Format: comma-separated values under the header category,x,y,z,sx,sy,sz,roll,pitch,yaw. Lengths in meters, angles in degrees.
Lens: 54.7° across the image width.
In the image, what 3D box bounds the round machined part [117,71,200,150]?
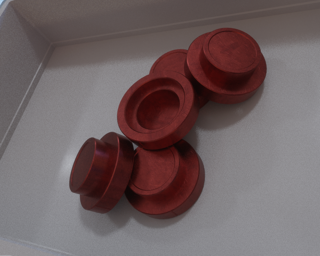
category,x,y,z,sx,sy,sz,roll,pitch,yaw
round machined part,0.001,-0.018,0.374,0.098,0.042,0.098,-13,56,20

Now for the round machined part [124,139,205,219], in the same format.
category,x,y,z,sx,sy,sz,roll,pitch,yaw
round machined part,-0.001,0.052,0.360,0.098,0.042,0.098,-13,56,20

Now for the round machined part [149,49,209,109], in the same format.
category,x,y,z,sx,sy,sz,roll,pitch,yaw
round machined part,0.024,-0.068,0.420,0.098,0.042,0.098,-13,56,20

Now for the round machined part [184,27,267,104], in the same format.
category,x,y,z,sx,sy,sz,roll,pitch,yaw
round machined part,0.081,-0.081,0.372,0.099,0.042,0.098,3,63,-5

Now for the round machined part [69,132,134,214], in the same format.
category,x,y,z,sx,sy,sz,roll,pitch,yaw
round machined part,-0.075,0.050,0.373,0.098,0.042,0.098,-39,38,40
